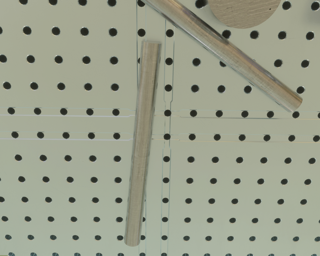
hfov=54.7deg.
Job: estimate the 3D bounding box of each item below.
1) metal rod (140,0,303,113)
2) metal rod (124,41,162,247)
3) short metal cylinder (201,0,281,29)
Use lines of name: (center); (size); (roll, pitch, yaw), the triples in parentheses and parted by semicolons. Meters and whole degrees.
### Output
metal rod: (0.053, -0.112, 0.372); (0.301, 0.025, 0.025); (34, 106, -12)
metal rod: (-0.026, 0.035, 0.425); (0.025, 0.025, 0.298); (6, 110, -3)
short metal cylinder: (0.089, -0.153, 0.345); (0.081, 0.050, 0.079); (0, 110, -1)
